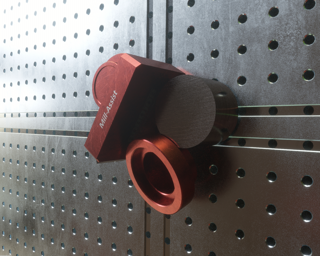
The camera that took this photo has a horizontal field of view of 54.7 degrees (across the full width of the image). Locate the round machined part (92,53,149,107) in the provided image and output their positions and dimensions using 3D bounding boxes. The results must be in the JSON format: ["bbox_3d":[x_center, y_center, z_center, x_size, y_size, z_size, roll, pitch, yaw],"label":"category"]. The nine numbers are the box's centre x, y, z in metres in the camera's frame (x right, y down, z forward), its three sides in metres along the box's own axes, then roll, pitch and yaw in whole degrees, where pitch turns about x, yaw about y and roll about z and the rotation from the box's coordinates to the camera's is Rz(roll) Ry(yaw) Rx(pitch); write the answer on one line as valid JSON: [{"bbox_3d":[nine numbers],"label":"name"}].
[{"bbox_3d":[-0.059,-0.058,0.441,0.098,0.042,0.097,0,90,40],"label":"round machined part"}]

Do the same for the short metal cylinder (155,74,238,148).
[{"bbox_3d":[0.041,-0.018,0.354,0.080,0.050,0.079,0,90,40],"label":"short metal cylinder"}]

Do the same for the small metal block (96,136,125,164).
[{"bbox_3d":[-0.067,0.022,0.442,0.025,0.050,0.050,-19,78,38],"label":"small metal block"}]

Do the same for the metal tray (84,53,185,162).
[{"bbox_3d":[-0.030,-0.021,0.386,0.030,0.091,0.129,40,114,33],"label":"metal tray"}]

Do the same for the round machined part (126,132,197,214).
[{"bbox_3d":[0.006,0.050,0.373,0.098,0.042,0.097,29,131,38],"label":"round machined part"}]
